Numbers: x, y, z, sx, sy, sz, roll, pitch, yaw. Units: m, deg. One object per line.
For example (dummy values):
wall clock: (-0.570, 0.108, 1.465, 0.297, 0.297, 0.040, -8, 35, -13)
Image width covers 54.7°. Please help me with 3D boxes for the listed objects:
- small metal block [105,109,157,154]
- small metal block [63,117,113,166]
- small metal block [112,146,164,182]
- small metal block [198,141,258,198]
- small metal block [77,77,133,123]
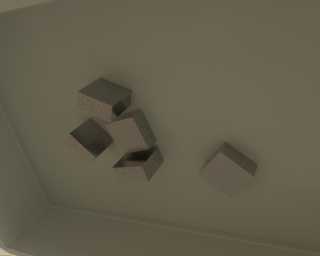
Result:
small metal block: (-0.041, 0.006, 0.432, 0.050, 0.025, 0.050, -13, 112, 33)
small metal block: (-0.104, 0.020, 0.457, 0.050, 0.050, 0.025, 43, 129, -2)
small metal block: (-0.030, 0.051, 0.439, 0.050, 0.050, 0.025, -7, 115, 31)
small metal block: (0.086, 0.053, 0.395, 0.050, 0.025, 0.050, 37, 129, 3)
small metal block: (-0.072, -0.038, 0.405, 0.050, 0.050, 0.025, 23, 127, 14)
